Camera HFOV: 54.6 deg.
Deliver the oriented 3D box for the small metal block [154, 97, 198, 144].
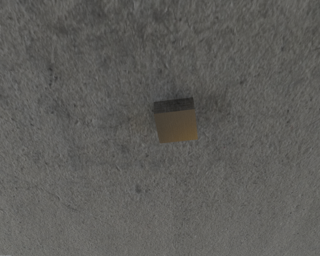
[{"bbox_3d":[0.021,-0.009,0.399,0.050,0.025,0.050,-7,130,5],"label":"small metal block"}]
